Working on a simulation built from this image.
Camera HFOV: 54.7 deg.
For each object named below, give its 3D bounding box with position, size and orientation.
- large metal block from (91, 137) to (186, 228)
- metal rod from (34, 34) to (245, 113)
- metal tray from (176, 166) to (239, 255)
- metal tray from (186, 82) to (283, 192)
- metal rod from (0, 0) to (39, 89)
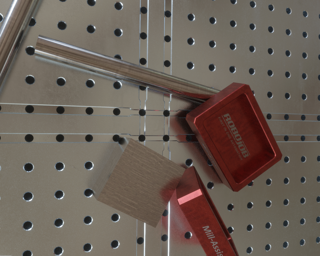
[{"bbox_3d":[-0.028,0.066,0.390,0.080,0.050,0.080,31,80,-18],"label":"large metal block"},{"bbox_3d":[-0.005,-0.063,0.411,0.302,0.025,0.025,14,86,-20],"label":"metal rod"},{"bbox_3d":[0.063,0.123,0.400,0.030,0.090,0.130,-27,100,6],"label":"metal tray"},{"bbox_3d":[0.106,0.013,0.433,0.090,0.030,0.130,-35,110,-8],"label":"metal tray"},{"bbox_3d":[-0.157,-0.138,0.354,0.025,0.025,0.299,23,82,-19],"label":"metal rod"}]
